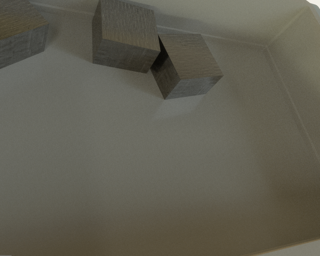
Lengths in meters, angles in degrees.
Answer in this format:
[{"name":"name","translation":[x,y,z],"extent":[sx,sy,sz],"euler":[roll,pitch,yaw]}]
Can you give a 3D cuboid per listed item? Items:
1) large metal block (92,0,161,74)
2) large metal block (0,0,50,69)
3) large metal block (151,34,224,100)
[{"name":"large metal block","translation":[-0.051,-0.131,0.442],"extent":[0.081,0.050,0.080],"euler":[6,59,-25]},{"name":"large metal block","translation":[-0.191,-0.120,0.360],"extent":[0.080,0.050,0.080],"euler":[47,51,4]},{"name":"large metal block","translation":[0.035,-0.094,0.465],"extent":[0.081,0.050,0.080],"euler":[-11,68,-33]}]
